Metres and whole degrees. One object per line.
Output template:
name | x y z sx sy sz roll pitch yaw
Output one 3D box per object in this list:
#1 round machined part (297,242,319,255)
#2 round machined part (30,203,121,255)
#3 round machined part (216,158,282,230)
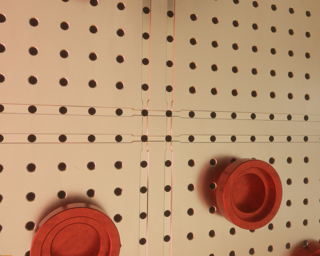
round machined part | 0.268 0.241 0.502 0.099 0.042 0.097 0 90 -20
round machined part | -0.100 0.137 0.367 0.099 0.042 0.097 0 90 -20
round machined part | 0.123 0.092 0.449 0.099 0.042 0.097 0 90 -20
